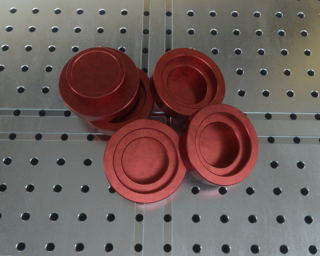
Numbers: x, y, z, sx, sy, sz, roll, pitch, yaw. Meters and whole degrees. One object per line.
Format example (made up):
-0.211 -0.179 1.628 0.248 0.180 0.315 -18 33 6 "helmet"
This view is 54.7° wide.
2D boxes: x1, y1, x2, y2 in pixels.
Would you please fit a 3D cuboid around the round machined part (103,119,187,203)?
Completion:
-0.019 0.040 0.379 0.099 0.042 0.097 1 84 -10 "round machined part"

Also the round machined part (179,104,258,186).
0.068 0.022 0.383 0.099 0.042 0.097 3 80 -21 "round machined part"

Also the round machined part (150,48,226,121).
0.033 -0.054 0.413 0.099 0.042 0.098 6 70 -16 "round machined part"

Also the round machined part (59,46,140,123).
-0.075 -0.059 0.378 0.099 0.042 0.098 0 70 -1 "round machined part"

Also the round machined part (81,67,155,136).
-0.056 -0.035 0.414 0.099 0.042 0.098 0 70 -1 "round machined part"
